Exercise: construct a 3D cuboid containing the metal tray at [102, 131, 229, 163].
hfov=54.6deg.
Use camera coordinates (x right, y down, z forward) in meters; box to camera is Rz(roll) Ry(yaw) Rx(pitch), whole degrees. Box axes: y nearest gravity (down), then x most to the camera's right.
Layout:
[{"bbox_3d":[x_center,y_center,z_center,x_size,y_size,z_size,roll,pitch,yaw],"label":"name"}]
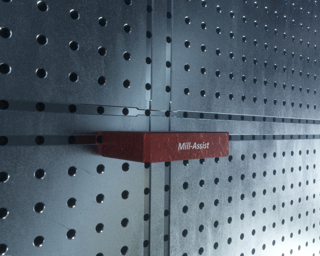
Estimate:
[{"bbox_3d":[0.008,0.019,0.372,0.131,0.090,0.030,0,90,-40],"label":"metal tray"}]
